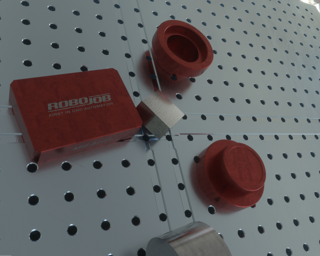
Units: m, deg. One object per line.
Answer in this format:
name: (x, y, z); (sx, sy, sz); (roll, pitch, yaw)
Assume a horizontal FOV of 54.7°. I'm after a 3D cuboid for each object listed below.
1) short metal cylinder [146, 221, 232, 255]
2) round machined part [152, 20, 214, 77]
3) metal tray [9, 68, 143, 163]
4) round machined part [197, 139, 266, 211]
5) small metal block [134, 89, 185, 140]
short metal cylinder: (0.028, 0.139, 0.305); (0.050, 0.080, 0.080); (-10, 67, -33)
round machined part: (0.032, -0.119, 0.489); (0.099, 0.042, 0.098); (14, 56, -21)
metal tray: (-0.096, -0.020, 0.366); (0.131, 0.030, 0.090); (-15, 70, -34)
round machined part: (0.103, 0.058, 0.419); (0.099, 0.042, 0.098); (14, 56, -21)
small metal block: (-0.001, -0.019, 0.412); (0.050, 0.025, 0.050); (45, 35, 2)
